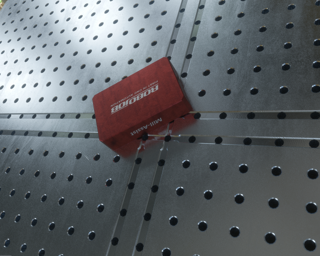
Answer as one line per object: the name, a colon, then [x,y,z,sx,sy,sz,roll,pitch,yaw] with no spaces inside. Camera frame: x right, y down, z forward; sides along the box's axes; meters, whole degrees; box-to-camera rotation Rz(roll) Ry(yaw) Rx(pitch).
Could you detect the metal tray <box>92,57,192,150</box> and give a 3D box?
metal tray: [-0.030,-0.036,0.444,0.130,0.030,0.090,-27,52,11]
